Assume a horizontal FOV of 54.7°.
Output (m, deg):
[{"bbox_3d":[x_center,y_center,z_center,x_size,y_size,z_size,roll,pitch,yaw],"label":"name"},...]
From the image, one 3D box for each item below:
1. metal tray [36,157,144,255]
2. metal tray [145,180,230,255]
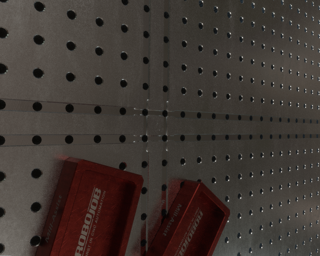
[{"bbox_3d":[-0.076,0.106,0.343,0.090,0.030,0.129,23,75,-38],"label":"metal tray"},{"bbox_3d":[0.044,0.153,0.445,0.090,0.030,0.130,47,62,-30],"label":"metal tray"}]
